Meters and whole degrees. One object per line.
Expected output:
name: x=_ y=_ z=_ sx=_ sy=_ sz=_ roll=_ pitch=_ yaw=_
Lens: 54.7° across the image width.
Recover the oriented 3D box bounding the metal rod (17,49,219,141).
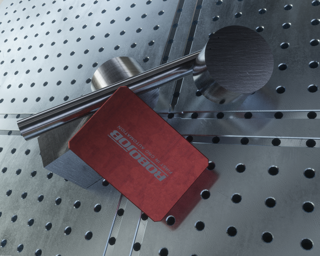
metal rod: x=-0.021 y=-0.056 z=0.383 sx=0.302 sy=0.025 sz=0.025 roll=-24 pitch=50 yaw=-14

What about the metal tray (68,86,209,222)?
metal tray: x=-0.023 y=0.028 z=0.347 sx=0.130 sy=0.030 sz=0.090 roll=42 pitch=84 yaw=-3

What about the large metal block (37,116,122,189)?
large metal block: x=-0.096 y=0.026 z=0.405 sx=0.080 sy=0.080 sz=0.050 roll=-34 pitch=52 yaw=5

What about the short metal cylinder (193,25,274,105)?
short metal cylinder: x=0.084 y=-0.072 z=0.366 sx=0.081 sy=0.050 sz=0.080 roll=2 pitch=79 yaw=-9

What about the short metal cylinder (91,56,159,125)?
short metal cylinder: x=-0.048 y=-0.051 z=0.428 sx=0.080 sy=0.080 sz=0.050 roll=-37 pitch=51 yaw=3
